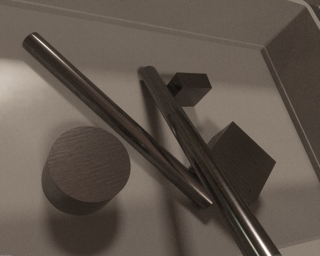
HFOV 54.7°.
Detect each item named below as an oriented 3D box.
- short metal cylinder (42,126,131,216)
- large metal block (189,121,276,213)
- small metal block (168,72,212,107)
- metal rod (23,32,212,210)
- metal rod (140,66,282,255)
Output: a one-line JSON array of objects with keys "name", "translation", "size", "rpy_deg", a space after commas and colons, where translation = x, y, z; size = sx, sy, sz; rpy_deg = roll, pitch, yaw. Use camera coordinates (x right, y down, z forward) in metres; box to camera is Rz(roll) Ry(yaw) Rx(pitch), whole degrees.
[{"name": "short metal cylinder", "translation": [-0.077, 0.045, 0.322], "size": [0.081, 0.050, 0.080], "rpy_deg": [14, 56, -21]}, {"name": "large metal block", "translation": [0.095, 0.052, 0.411], "size": [0.080, 0.050, 0.080], "rpy_deg": [44, 51, 2]}, {"name": "small metal block", "translation": [0.037, -0.054, 0.444], "size": [0.050, 0.050, 0.025], "rpy_deg": [-3, 64, -30]}, {"name": "metal rod", "translation": [-0.050, -0.009, 0.385], "size": [0.300, 0.025, 0.025], "rpy_deg": [42, 51, 0]}, {"name": "metal rod", "translation": [0.032, 0.011, 0.339], "size": [0.025, 0.025, 0.300], "rpy_deg": [4, 35, -27]}]
